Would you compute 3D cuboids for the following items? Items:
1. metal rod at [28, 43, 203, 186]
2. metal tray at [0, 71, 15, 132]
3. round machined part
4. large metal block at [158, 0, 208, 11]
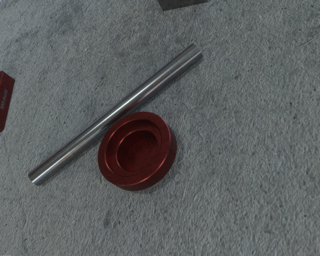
[{"bbox_3d":[-0.064,-0.018,0.446,0.300,0.025,0.025,-38,51,2],"label":"metal rod"},{"bbox_3d":[-0.337,-0.041,0.599,0.090,0.030,0.130,-18,55,17],"label":"metal tray"},{"bbox_3d":[-0.024,0.032,0.385,0.098,0.042,0.098,-13,56,20],"label":"round machined part"},{"bbox_3d":[0.039,-0.251,0.520,0.080,0.050,0.080,-1,61,27],"label":"large metal block"}]
